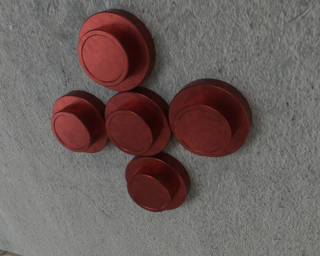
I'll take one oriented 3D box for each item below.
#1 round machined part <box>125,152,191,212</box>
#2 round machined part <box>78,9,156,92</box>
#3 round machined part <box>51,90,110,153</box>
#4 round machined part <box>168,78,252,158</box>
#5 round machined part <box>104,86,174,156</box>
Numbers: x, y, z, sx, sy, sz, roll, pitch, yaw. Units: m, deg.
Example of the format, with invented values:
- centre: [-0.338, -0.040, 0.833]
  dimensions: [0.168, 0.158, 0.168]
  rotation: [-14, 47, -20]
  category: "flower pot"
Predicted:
- centre: [-0.008, 0.083, 0.451]
  dimensions: [0.098, 0.042, 0.097]
  rotation: [13, 124, 20]
  category: "round machined part"
- centre: [-0.058, -0.089, 0.372]
  dimensions: [0.098, 0.042, 0.097]
  rotation: [13, 124, 20]
  category: "round machined part"
- centre: [-0.119, -0.003, 0.456]
  dimensions: [0.098, 0.042, 0.097]
  rotation: [13, 124, 20]
  category: "round machined part"
- centre: [0.054, -0.005, 0.365]
  dimensions: [0.098, 0.042, 0.097]
  rotation: [13, 124, 20]
  category: "round machined part"
- centre: [-0.032, -0.003, 0.411]
  dimensions: [0.098, 0.042, 0.097]
  rotation: [13, 124, 20]
  category: "round machined part"
